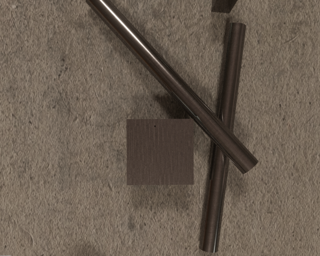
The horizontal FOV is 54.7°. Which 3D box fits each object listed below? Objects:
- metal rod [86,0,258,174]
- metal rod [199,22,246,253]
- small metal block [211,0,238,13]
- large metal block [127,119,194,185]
[{"bbox_3d":[0.011,-0.063,0.394,0.025,0.025,0.300,-42,85,0],"label":"metal rod"},{"bbox_3d":[0.083,0.012,0.411,0.025,0.025,0.298,7,90,-1],"label":"metal rod"},{"bbox_3d":[0.085,-0.183,0.399,0.025,0.050,0.050,5,90,0],"label":"small metal block"},{"bbox_3d":[0.000,0.029,0.398,0.081,0.050,0.079,0,90,-1],"label":"large metal block"}]
